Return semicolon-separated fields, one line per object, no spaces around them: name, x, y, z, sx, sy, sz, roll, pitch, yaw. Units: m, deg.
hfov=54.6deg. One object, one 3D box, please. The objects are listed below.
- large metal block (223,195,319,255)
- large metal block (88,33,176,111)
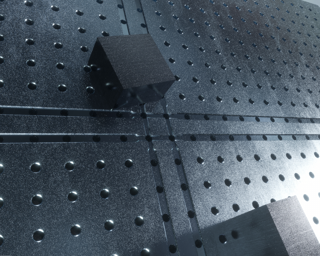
large metal block;0.131;0.133;0.361;0.050;0.080;0.080;-6;65;-31
large metal block;-0.039;-0.077;0.418;0.081;0.050;0.080;-16;70;-34
